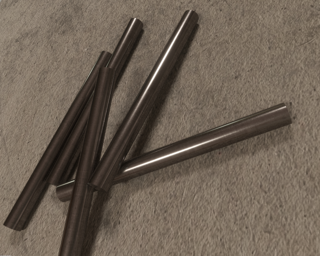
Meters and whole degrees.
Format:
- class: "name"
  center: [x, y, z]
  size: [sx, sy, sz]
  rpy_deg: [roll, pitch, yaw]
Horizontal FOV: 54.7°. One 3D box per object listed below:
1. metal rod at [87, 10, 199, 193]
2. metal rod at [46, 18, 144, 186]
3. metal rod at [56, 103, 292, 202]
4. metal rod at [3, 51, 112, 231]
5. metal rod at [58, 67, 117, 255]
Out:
- class: "metal rod"
  center: [-0.012, -0.052, 0.422]
  size: [0.025, 0.025, 0.300]
  rpy_deg: [10, 61, 32]
- class: "metal rod"
  center: [-0.093, -0.051, 0.481]
  size: [0.025, 0.025, 0.300]
  rpy_deg: [9, 66, 32]
- class: "metal rod"
  center: [0.004, 0.036, 0.378]
  size: [0.301, 0.025, 0.025]
  rpy_deg: [-21, 54, 15]
- class: "metal rod"
  center: [-0.145, 0.007, 0.473]
  size: [0.025, 0.025, 0.300]
  rpy_deg: [11, 67, 32]
- class: "metal rod"
  center: [-0.091, 0.065, 0.378]
  size: [0.025, 0.025, 0.299]
  rpy_deg: [-1, 71, 27]
